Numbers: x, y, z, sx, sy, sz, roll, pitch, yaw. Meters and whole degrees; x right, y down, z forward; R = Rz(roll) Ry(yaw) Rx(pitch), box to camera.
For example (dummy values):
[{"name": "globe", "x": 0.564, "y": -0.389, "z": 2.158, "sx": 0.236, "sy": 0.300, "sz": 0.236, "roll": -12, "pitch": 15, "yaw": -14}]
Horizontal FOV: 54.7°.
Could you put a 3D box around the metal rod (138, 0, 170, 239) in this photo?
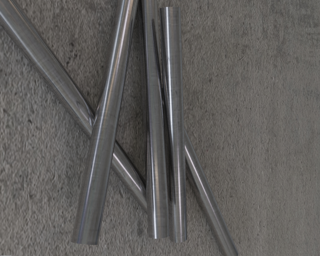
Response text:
[{"name": "metal rod", "x": -0.009, "y": -0.022, "z": 0.377, "sx": 0.025, "sy": 0.025, "sz": 0.298, "roll": 1, "pitch": 83, "yaw": -40}]

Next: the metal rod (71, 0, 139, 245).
[{"name": "metal rod", "x": -0.053, "y": -0.035, "z": 0.332, "sx": 0.025, "sy": 0.025, "sz": 0.299, "roll": 21, "pitch": 68, "yaw": -38}]

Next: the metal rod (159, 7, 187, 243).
[{"name": "metal rod", "x": 0.019, "y": 0.006, "z": 0.393, "sx": 0.025, "sy": 0.025, "sz": 0.298, "roll": -13, "pitch": 107, "yaw": -39}]

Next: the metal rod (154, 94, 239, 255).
[{"name": "metal rod", "x": 0.056, "y": 0.076, "z": 0.451, "sx": 0.025, "sy": 0.025, "sz": 0.299, "roll": -38, "pitch": 113, "yaw": -33}]

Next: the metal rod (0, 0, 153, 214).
[{"name": "metal rod", "x": -0.077, "y": -0.007, "z": 0.339, "sx": 0.025, "sy": 0.025, "sz": 0.299, "roll": -47, "pitch": 118, "yaw": -30}]
